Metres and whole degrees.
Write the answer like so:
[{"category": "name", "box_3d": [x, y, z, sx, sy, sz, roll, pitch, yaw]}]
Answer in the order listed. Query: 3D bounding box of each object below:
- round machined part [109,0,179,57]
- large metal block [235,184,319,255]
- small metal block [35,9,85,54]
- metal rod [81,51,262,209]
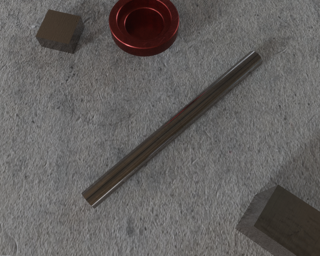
[{"category": "round machined part", "box_3d": [-0.022, -0.146, 0.452, 0.099, 0.042, 0.098, 0, 70, 0]}, {"category": "large metal block", "box_3d": [0.139, 0.112, 0.339, 0.080, 0.080, 0.050, 34, 74, 11]}, {"category": "small metal block", "box_3d": [-0.147, -0.143, 0.459, 0.050, 0.025, 0.050, 14, 71, 5]}, {"category": "metal rod", "box_3d": [0.025, -0.006, 0.410, 0.301, 0.025, 0.025, -40, 75, -14]}]
